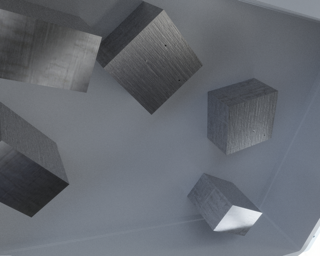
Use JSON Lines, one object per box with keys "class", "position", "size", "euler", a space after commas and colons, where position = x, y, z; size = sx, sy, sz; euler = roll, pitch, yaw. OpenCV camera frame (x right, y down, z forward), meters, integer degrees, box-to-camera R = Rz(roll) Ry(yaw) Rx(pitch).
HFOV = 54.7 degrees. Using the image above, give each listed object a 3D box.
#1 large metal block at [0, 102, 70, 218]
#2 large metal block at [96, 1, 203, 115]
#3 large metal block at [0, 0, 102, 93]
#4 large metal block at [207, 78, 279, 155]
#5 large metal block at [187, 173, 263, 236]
{"class": "large metal block", "position": [-0.146, 0.031, 0.313], "size": [0.050, 0.080, 0.080], "euler": [-42, 130, 0]}
{"class": "large metal block", "position": [-0.014, -0.075, 0.340], "size": [0.080, 0.050, 0.080], "euler": [-44, 130, 2]}
{"class": "large metal block", "position": [-0.106, -0.075, 0.269], "size": [0.081, 0.080, 0.050], "euler": [7, 115, -32]}
{"class": "large metal block", "position": [0.117, -0.018, 0.448], "size": [0.081, 0.050, 0.079], "euler": [-18, 126, -19]}
{"class": "large metal block", "position": [0.106, 0.126, 0.512], "size": [0.080, 0.080, 0.050], "euler": [23, 106, -37]}
